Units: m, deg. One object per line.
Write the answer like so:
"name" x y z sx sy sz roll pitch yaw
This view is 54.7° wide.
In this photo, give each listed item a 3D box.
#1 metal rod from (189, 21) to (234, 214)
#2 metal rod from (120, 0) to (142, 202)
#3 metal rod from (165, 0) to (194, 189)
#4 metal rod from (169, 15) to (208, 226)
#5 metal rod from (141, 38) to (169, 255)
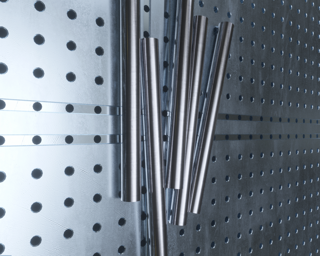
"metal rod" 0.077 -0.022 0.476 0.025 0.025 0.299 20 77 -39
"metal rod" -0.036 -0.061 0.380 0.025 0.025 0.298 -1 91 -40
"metal rod" 0.029 -0.068 0.429 0.025 0.025 0.298 9 83 -40
"metal rod" 0.042 -0.014 0.446 0.025 0.025 0.298 11 83 -40
"metal rod" -0.008 0.036 0.404 0.025 0.025 0.298 -5 93 -40
